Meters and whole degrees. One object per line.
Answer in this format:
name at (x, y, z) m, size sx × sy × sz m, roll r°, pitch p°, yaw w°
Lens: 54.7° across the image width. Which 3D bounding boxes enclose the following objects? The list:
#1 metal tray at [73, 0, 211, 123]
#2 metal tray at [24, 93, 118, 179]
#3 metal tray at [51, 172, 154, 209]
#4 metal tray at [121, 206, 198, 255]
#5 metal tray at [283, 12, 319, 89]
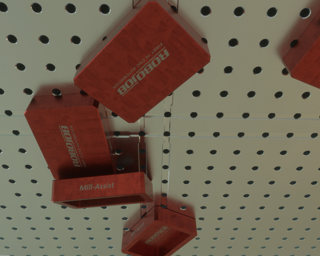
metal tray at (-0.021, -0.071, 0.347) m, size 0.130 × 0.030 × 0.090 m, roll -37°, pitch 122°, yaw 27°
metal tray at (-0.114, 0.016, 0.421) m, size 0.091 × 0.030 × 0.129 m, roll -4°, pitch 130°, yaw 3°
metal tray at (-0.081, 0.095, 0.462) m, size 0.131 × 0.030 × 0.090 m, roll -6°, pitch 159°, yaw 4°
metal tray at (-0.003, 0.204, 0.581) m, size 0.090 × 0.030 × 0.129 m, roll 25°, pitch 126°, yaw -21°
metal tray at (0.220, -0.079, 0.344) m, size 0.131 × 0.030 × 0.089 m, roll 18°, pitch 128°, yaw -15°
